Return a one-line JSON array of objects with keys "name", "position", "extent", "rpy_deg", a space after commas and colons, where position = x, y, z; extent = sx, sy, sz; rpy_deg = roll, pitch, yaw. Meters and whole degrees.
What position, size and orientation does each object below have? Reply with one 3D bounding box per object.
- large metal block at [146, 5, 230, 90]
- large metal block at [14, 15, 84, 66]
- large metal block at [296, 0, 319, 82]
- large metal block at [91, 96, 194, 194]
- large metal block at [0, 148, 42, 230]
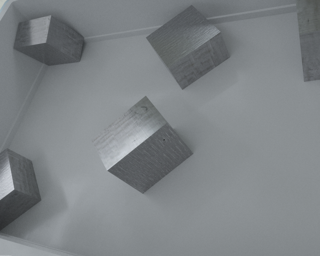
[{"name": "large metal block", "position": [0.039, -0.115, 0.440], "extent": [0.080, 0.050, 0.080], "rpy_deg": [-34, 51, 5]}, {"name": "large metal block", "position": [-0.201, -0.156, 0.565], "extent": [0.080, 0.080, 0.050], "rpy_deg": [0, 78, 28]}, {"name": "large metal block", "position": [0.181, -0.110, 0.343], "extent": [0.050, 0.080, 0.080], "rpy_deg": [-6, 59, 25]}, {"name": "large metal block", "position": [-0.019, 0.022, 0.366], "extent": [0.080, 0.080, 0.050], "rpy_deg": [-39, 51, 2]}, {"name": "large metal block", "position": [-0.232, 0.091, 0.456], "extent": [0.080, 0.050, 0.080], "rpy_deg": [-37, 51, 3]}]
